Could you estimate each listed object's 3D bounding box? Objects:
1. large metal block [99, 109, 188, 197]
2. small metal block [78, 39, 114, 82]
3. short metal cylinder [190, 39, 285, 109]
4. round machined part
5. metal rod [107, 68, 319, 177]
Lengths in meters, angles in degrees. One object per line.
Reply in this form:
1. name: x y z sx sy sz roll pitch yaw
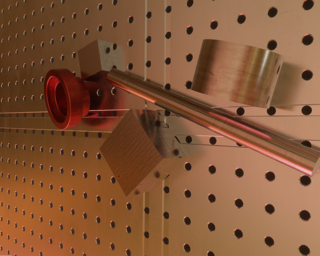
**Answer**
1. large metal block: -0.024 0.032 0.411 0.080 0.050 0.080 -49 62 28
2. small metal block: -0.102 -0.106 0.491 0.050 0.025 0.050 -16 80 38
3. short metal cylinder: 0.076 -0.054 0.310 0.080 0.081 0.050 22 104 37
4. round machined part: -0.150 -0.049 0.509 0.098 0.042 0.097 18 114 46
5. metal rod: 0.039 -0.021 0.375 0.300 0.025 0.025 27 107 36
